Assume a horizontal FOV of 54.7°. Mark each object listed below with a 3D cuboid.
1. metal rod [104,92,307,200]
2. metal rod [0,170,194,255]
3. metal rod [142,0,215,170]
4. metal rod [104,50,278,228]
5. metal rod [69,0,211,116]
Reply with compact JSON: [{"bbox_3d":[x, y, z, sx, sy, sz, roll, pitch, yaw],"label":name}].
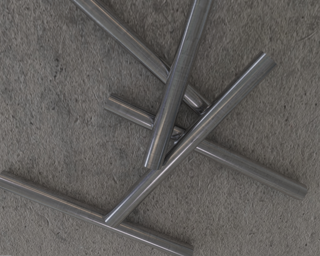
[{"bbox_3d":[0.068,0.029,0.420,0.301,0.025,0.025,25,108,-9],"label":"metal rod"},{"bbox_3d":[-0.089,0.132,0.457,0.301,0.025,0.025,25,108,-9],"label":"metal rod"},{"bbox_3d":[0.032,-0.093,0.354,0.025,0.025,0.298,16,101,-6],"label":"metal rod"},{"bbox_3d":[0.026,0.027,0.392,0.025,0.025,0.299,38,109,-13],"label":"metal rod"},{"bbox_3d":[-0.035,-0.104,0.371,0.300,0.025,0.025,40,105,-14],"label":"metal rod"}]
